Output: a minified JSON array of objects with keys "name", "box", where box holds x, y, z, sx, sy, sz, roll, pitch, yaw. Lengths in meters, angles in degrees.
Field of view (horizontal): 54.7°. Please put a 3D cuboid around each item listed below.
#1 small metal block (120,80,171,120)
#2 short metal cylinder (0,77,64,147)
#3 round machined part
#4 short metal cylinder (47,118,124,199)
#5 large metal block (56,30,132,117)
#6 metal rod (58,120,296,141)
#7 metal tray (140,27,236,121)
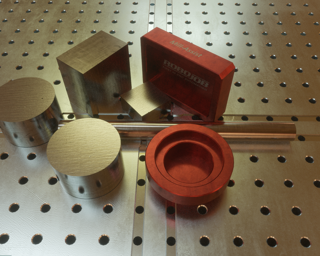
[{"name":"small metal block","box":[-0.020,-0.034,0.436,0.050,0.025,0.050,-32,57,-24]},{"name":"short metal cylinder","box":[-0.173,-0.022,0.408,0.080,0.050,0.080,0,50,0]},{"name":"round machined part","box":[0.033,0.045,0.359,0.099,0.042,0.098,0,50,0]},{"name":"short metal cylinder","box":[-0.084,0.035,0.361,0.080,0.050,0.080,0,50,0]},{"name":"large metal block","box":[-0.088,-0.076,0.435,0.050,0.080,0.080,32,57,23]},{"name":"metal rod","box":[0.022,0.003,0.405,0.302,0.025,0.025,1,50,0]},{"name":"metal tray","box":[0.033,-0.072,0.425,0.130,0.090,0.030,33,58,24]}]
